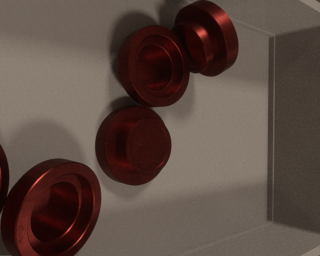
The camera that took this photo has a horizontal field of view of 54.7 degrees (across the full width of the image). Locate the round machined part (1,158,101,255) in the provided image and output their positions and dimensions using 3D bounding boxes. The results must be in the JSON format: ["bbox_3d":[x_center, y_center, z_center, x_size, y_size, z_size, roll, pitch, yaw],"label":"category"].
[{"bbox_3d":[-0.106,0.077,0.296,0.099,0.042,0.097,-20,114,-55],"label":"round machined part"}]

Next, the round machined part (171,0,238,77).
[{"bbox_3d":[0.051,-0.111,0.405,0.042,0.098,0.098,-34,112,-23],"label":"round machined part"}]

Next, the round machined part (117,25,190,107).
[{"bbox_3d":[-0.012,-0.074,0.387,0.099,0.042,0.097,0,90,-40],"label":"round machined part"}]

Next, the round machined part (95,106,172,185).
[{"bbox_3d":[-0.025,0.021,0.377,0.099,0.042,0.097,0,90,-40],"label":"round machined part"}]

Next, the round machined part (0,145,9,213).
[{"bbox_3d":[-0.168,0.044,0.236,0.098,0.042,0.097,-1,91,-75],"label":"round machined part"}]
